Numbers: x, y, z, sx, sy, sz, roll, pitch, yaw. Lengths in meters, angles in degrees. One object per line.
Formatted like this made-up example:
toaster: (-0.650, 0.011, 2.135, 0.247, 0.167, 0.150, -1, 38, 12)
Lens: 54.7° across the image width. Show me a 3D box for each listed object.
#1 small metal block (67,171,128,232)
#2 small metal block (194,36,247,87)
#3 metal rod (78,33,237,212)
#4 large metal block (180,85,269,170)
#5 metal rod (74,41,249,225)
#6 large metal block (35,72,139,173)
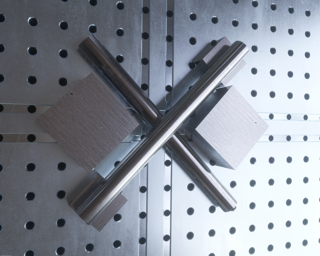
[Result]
small metal block: (-0.077, 0.090, 0.384, 0.050, 0.025, 0.050, 46, 76, -14)
small metal block: (0.087, -0.093, 0.445, 0.050, 0.025, 0.050, -46, 104, -14)
metal rod: (0.005, 0.003, 0.413, 0.025, 0.025, 0.300, -45, 104, -14)
large metal block: (0.089, -0.001, 0.432, 0.080, 0.050, 0.080, 45, 76, -15)
metal rod: (0.012, -0.004, 0.390, 0.301, 0.025, 0.025, -47, 105, -14)
large metal block: (-0.086, -0.006, 0.368, 0.080, 0.050, 0.080, -45, 104, -14)
